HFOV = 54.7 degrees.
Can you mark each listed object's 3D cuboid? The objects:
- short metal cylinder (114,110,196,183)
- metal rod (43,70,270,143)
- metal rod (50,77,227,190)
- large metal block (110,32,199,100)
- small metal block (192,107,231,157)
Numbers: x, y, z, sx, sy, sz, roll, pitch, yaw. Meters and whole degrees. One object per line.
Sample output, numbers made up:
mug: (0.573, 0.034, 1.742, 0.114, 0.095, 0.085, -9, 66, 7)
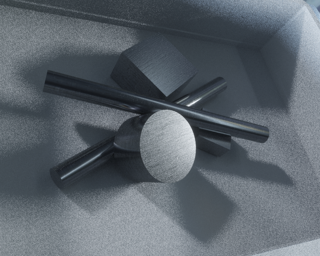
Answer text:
short metal cylinder: (-0.005, 0.022, 0.355, 0.081, 0.050, 0.080, 7, 79, -39)
metal rod: (0.012, -0.021, 0.392, 0.302, 0.025, 0.025, 13, 57, -22)
metal rod: (-0.004, -0.010, 0.408, 0.302, 0.025, 0.025, -31, 79, -38)
large metal block: (-0.007, -0.076, 0.431, 0.080, 0.050, 0.080, 46, 51, 3)
small metal block: (0.073, 0.006, 0.439, 0.050, 0.025, 0.050, 24, 53, -14)
